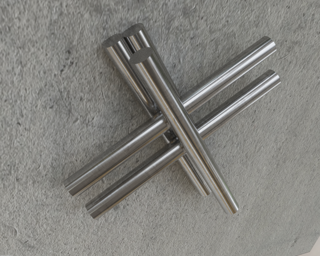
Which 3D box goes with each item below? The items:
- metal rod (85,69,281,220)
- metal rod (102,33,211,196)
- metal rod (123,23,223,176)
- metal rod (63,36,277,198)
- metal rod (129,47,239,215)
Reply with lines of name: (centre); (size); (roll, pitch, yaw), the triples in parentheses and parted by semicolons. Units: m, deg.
metal rod: (0.033, 0.019, 0.408); (0.301, 0.025, 0.025); (-36, 130, -5)
metal rod: (0.012, 0.006, 0.420); (0.025, 0.025, 0.299); (-36, 130, -4)
metal rod: (0.034, -0.007, 0.424); (0.025, 0.025, 0.299); (-36, 130, -4)
metal rod: (0.016, -0.016, 0.376); (0.301, 0.025, 0.025); (-36, 130, -5)
metal rod: (0.046, 0.028, 0.387); (0.025, 0.025, 0.299); (-37, 130, -4)
